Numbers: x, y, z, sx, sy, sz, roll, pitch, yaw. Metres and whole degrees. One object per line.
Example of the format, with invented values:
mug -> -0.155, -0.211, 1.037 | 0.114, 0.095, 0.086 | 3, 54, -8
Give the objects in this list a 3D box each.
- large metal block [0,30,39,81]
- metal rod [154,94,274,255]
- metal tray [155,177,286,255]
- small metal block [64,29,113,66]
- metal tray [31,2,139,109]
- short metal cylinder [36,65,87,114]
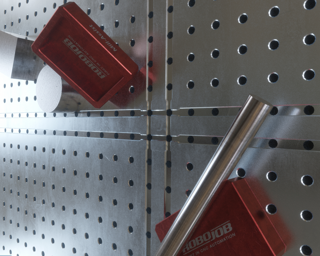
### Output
large metal block -> -0.291, -0.148, 0.634 | 0.080, 0.050, 0.079 | 26, 107, 37
metal rod -> 0.033, 0.099, 0.342 | 0.025, 0.025, 0.298 | 40, 114, 32
metal tray -> 0.061, 0.126, 0.356 | 0.129, 0.030, 0.090 | -42, 65, 32
small metal block -> -0.112, -0.125, 0.486 | 0.050, 0.050, 0.025 | -27, 73, 37
metal tray -> -0.107, -0.100, 0.445 | 0.130, 0.030, 0.090 | 44, 125, -14
short metal cylinder -> -0.169, -0.065, 0.533 | 0.080, 0.050, 0.080 | 0, 90, 40
